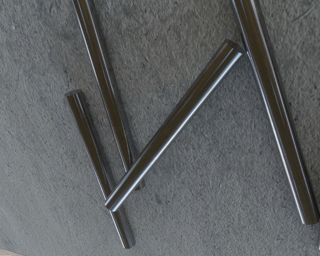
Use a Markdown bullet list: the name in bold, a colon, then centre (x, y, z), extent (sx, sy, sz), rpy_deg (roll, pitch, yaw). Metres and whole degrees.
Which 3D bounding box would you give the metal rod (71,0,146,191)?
- **metal rod**: centre (-0.065, -0.042, 0.415), extent (0.025, 0.025, 0.298), rpy_deg (1, 119, 27)

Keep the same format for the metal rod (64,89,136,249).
- **metal rod**: centre (-0.090, 0.081, 0.504), extent (0.025, 0.025, 0.298), rpy_deg (0, 119, 28)

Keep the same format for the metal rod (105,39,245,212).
- **metal rod**: centre (0.002, 0.017, 0.396), extent (0.025, 0.025, 0.298), rpy_deg (38, 123, 2)

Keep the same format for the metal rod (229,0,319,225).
- **metal rod**: centre (0.124, -0.019, 0.328), extent (0.025, 0.025, 0.299), rpy_deg (-12, 113, 33)

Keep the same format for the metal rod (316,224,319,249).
- **metal rod**: centre (0.193, 0.018, 0.315), extent (0.025, 0.025, 0.298), rpy_deg (7, 122, 24)
